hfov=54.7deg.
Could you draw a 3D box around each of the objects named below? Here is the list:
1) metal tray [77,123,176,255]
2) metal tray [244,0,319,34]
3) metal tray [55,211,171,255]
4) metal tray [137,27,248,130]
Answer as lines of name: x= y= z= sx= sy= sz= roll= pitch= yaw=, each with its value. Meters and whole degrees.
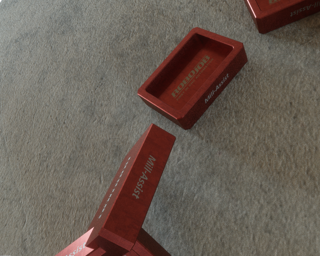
metal tray: x=-0.033 y=0.067 z=0.318 sx=0.089 sy=0.030 sz=0.130 roll=-50 pitch=12 yaw=48
metal tray: x=0.185 y=-0.191 z=0.420 sx=0.130 sy=0.030 sz=0.090 roll=-20 pitch=54 yaw=16
metal tray: x=-0.060 y=0.149 z=0.298 sx=0.130 sy=0.090 sz=0.030 roll=-37 pitch=26 yaw=3
metal tray: x=0.043 y=-0.071 z=0.420 sx=0.130 sy=0.030 sz=0.090 roll=-49 pitch=52 yaw=-7
